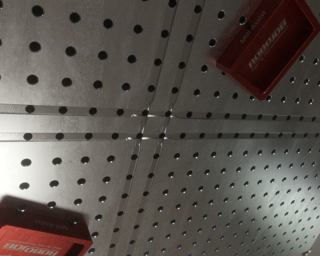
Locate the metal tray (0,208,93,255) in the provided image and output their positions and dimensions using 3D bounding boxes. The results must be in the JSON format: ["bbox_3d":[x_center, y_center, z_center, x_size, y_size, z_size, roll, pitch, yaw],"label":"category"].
[{"bbox_3d":[-0.170,0.164,0.417,0.131,0.030,0.090,29,102,-38],"label":"metal tray"}]

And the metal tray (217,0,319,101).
[{"bbox_3d":[0.150,-0.112,0.422,0.090,0.030,0.130,29,102,-38],"label":"metal tray"}]
